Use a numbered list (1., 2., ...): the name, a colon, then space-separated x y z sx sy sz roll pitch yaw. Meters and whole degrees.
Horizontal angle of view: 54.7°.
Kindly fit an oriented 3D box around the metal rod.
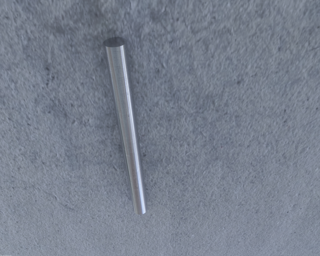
1. metal rod: -0.040 0.022 0.425 0.025 0.025 0.298 -2 130 1
